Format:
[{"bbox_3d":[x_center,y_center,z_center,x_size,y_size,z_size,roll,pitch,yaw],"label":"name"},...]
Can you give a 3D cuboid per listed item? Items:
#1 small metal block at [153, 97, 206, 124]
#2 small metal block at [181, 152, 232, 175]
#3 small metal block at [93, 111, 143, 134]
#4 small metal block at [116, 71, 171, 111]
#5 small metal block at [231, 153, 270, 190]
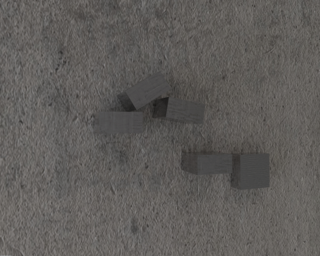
[{"bbox_3d":[0.024,-0.022,0.404,0.050,0.050,0.025,10,87,-20],"label":"small metal block"},{"bbox_3d":[0.062,0.046,0.419,0.050,0.050,0.025,0,90,-20],"label":"small metal block"},{"bbox_3d":[-0.052,-0.006,0.376,0.050,0.050,0.025,-1,91,-20],"label":"small metal block"},{"bbox_3d":[-0.022,-0.045,0.387,0.050,0.050,0.025,-34,101,-17],"label":"small metal block"},{"bbox_3d":[0.133,0.062,0.458,0.050,0.025,0.050,-1,90,-20],"label":"small metal block"}]
